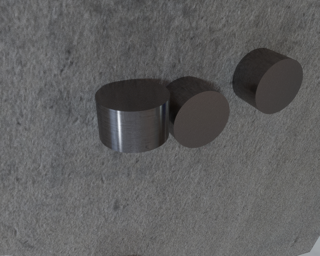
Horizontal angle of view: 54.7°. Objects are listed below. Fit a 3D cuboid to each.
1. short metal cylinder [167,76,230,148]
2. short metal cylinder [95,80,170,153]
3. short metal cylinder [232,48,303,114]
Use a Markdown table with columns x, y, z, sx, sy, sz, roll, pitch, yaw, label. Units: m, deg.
| x | y | z | sx | sy | sz | roll | pitch | yaw | label |
| --- | --- | --- | --- | --- | --- | --- | --- | --- | --- |
| 0.042 | -0.021 | 0.403 | 0.081 | 0.050 | 0.079 | -14 | 125 | -21 | short metal cylinder |
| -0.029 | -0.016 | 0.347 | 0.081 | 0.080 | 0.050 | -13 | 124 | -22 | short metal cylinder |
| 0.150 | -0.066 | 0.434 | 0.081 | 0.050 | 0.079 | -14 | 125 | -21 | short metal cylinder |
